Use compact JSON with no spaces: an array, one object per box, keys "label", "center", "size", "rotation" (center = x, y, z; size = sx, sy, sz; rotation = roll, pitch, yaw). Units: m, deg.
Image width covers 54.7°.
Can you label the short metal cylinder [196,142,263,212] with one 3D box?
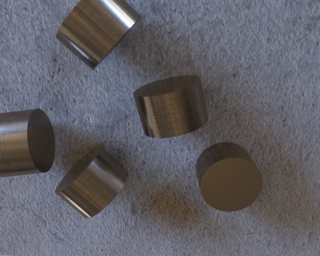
[{"label":"short metal cylinder","center":[0.092,0.066,0.422],"size":[0.081,0.050,0.079],"rotation":[0,110,-1]}]

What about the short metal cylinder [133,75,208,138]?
[{"label":"short metal cylinder","center":[0.013,-0.027,0.371],"size":[0.080,0.080,0.050],"rotation":[-13,110,4]}]

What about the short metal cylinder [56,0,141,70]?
[{"label":"short metal cylinder","center":[-0.066,-0.110,0.339],"size":[0.050,0.080,0.080],"rotation":[42,105,-14]}]

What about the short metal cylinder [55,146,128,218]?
[{"label":"short metal cylinder","center":[-0.088,0.070,0.405],"size":[0.080,0.080,0.050],"rotation":[-40,106,13]}]

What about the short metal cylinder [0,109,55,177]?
[{"label":"short metal cylinder","center":[-0.171,0.018,0.385],"size":[0.050,0.080,0.079],"rotation":[-7,110,2]}]
